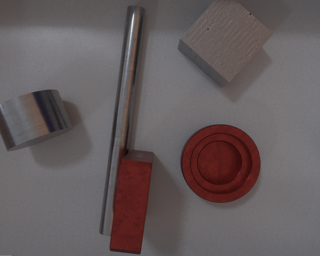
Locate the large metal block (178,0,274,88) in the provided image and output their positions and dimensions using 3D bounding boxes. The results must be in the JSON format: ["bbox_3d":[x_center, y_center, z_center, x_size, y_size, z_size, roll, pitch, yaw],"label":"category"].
[{"bbox_3d":[0.081,-0.111,0.400,0.080,0.050,0.080,42,90,-1],"label":"large metal block"}]

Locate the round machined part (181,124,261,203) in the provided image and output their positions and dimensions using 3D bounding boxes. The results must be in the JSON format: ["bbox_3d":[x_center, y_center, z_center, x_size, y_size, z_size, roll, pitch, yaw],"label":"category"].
[{"bbox_3d":[0.076,0.044,0.404,0.099,0.042,0.097,0,90,-1],"label":"round machined part"}]

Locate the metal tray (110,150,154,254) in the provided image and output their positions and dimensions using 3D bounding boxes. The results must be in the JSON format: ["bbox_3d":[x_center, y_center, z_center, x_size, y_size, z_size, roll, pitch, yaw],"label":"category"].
[{"bbox_3d":[-0.028,0.076,0.359,0.030,0.130,0.089,7,90,0],"label":"metal tray"}]

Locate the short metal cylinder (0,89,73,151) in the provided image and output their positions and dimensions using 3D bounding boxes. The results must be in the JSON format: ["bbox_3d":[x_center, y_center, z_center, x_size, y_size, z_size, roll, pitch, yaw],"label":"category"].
[{"bbox_3d":[-0.155,-0.009,0.382,0.080,0.080,0.050,-22,90,0],"label":"short metal cylinder"}]

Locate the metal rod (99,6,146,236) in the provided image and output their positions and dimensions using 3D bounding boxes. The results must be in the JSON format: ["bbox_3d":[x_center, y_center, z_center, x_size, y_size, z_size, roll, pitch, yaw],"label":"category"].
[{"bbox_3d":[-0.049,-0.009,0.410,0.025,0.025,0.298,7,90,-1],"label":"metal rod"}]
